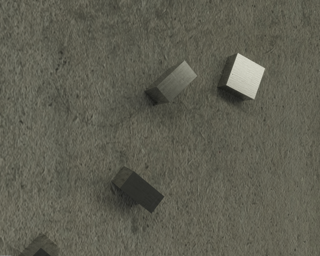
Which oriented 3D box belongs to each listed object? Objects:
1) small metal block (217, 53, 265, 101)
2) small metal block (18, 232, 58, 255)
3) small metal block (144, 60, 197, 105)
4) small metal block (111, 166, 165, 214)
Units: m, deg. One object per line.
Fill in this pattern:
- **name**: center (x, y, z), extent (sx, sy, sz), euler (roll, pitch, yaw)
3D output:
- **small metal block**: center (0.118, -0.073, 0.452), extent (0.050, 0.025, 0.050), euler (23, 82, -19)
- **small metal block**: center (-0.142, 0.151, 0.344), extent (0.050, 0.050, 0.025), euler (-46, 105, -14)
- **small metal block**: center (0.013, -0.057, 0.400), extent (0.050, 0.050, 0.025), euler (-45, 104, -14)
- **small metal block**: center (-0.029, 0.075, 0.385), extent (0.050, 0.050, 0.025), euler (42, 77, -15)
